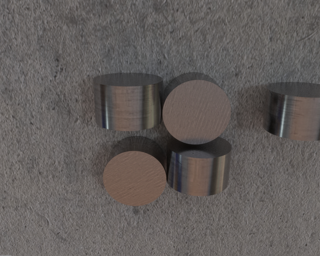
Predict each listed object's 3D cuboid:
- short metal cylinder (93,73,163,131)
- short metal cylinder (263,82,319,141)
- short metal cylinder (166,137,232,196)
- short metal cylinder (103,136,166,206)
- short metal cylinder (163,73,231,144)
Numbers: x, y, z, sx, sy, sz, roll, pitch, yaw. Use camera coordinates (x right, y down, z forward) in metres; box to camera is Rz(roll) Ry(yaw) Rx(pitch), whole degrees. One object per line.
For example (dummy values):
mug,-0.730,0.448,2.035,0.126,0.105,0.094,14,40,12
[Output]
short metal cylinder,-0.037,-0.034,0.368,0.081,0.080,0.050,1,110,0
short metal cylinder,0.168,-0.023,0.373,0.080,0.080,0.050,-1,110,0
short metal cylinder,0.049,0.044,0.397,0.081,0.080,0.050,1,110,-1
short metal cylinder,-0.032,0.057,0.417,0.081,0.050,0.079,0,110,0
short metal cylinder,0.043,-0.026,0.387,0.081,0.050,0.079,0,110,0
